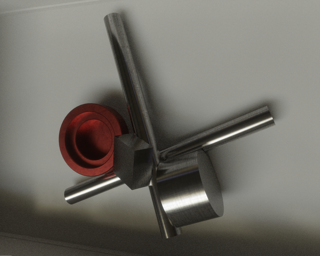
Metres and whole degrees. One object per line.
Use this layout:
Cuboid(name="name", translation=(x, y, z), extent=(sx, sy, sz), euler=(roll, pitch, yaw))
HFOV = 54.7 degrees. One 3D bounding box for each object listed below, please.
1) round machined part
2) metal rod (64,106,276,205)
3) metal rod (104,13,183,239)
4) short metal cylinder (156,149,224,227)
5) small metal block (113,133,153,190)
Cuboid(name="round machined part", translation=(-0.086, 0.016, 0.430), extent=(0.098, 0.042, 0.097), euler=(0, 90, 19))
Cuboid(name="metal rod", translation=(-0.001, 0.043, 0.408), extent=(0.300, 0.025, 0.025), euler=(-24, 82, 18))
Cuboid(name="metal rod", translation=(-0.026, -0.013, 0.398), extent=(0.025, 0.025, 0.299), euler=(-20, 76, 18))
Cuboid(name="short metal cylinder", translation=(0.037, 0.071, 0.366), extent=(0.050, 0.080, 0.080), euler=(-21, 83, 18))
Cuboid(name="small metal block", translation=(-0.034, 0.039, 0.376), extent=(0.050, 0.025, 0.050), euler=(29, 120, 50))
